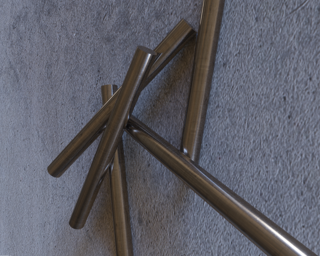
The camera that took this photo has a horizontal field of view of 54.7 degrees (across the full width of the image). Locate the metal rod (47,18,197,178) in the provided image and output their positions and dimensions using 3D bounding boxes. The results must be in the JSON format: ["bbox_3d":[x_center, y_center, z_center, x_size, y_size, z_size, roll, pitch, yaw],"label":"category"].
[{"bbox_3d":[-0.064,-0.029,0.430,0.299,0.025,0.025,-44,64,21],"label":"metal rod"}]

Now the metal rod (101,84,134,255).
[{"bbox_3d":[-0.061,0.085,0.455,0.025,0.025,0.298,-10,84,39],"label":"metal rod"}]

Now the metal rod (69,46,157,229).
[{"bbox_3d":[-0.074,0.030,0.429,0.025,0.025,0.298,42,120,32],"label":"metal rod"}]

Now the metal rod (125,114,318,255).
[{"bbox_3d":[0.029,0.046,0.340,0.300,0.025,0.025,36,113,47],"label":"metal rod"}]

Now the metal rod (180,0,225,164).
[{"bbox_3d":[0.055,-0.099,0.359,0.025,0.025,0.298,14,99,39],"label":"metal rod"}]
